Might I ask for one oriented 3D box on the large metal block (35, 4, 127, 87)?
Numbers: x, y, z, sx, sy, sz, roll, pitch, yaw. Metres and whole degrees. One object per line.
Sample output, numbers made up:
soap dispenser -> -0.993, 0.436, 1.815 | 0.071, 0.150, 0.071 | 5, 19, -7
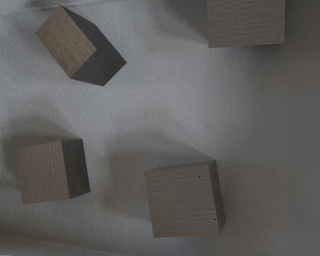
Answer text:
large metal block -> -0.103, -0.107, 0.418 | 0.050, 0.080, 0.080 | -43, 77, 15

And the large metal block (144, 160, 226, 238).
large metal block -> 0.032, 0.087, 0.386 | 0.080, 0.050, 0.080 | -10, 87, 19

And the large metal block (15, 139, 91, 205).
large metal block -> -0.156, 0.063, 0.452 | 0.080, 0.050, 0.080 | -11, 87, 19

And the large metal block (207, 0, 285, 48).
large metal block -> 0.099, -0.135, 0.352 | 0.080, 0.050, 0.079 | 1, 106, 20
